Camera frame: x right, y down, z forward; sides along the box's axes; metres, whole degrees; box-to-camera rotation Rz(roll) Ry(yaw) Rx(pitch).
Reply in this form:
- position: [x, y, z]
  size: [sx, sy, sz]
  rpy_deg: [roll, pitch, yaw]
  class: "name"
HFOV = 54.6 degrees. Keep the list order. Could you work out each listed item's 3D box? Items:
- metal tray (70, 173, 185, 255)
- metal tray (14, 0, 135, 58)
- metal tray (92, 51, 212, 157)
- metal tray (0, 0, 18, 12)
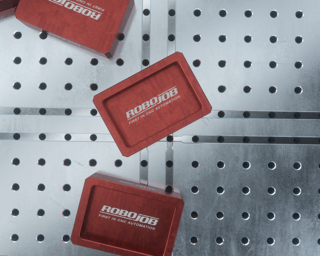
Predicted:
- position: [-0.042, 0.119, 0.410]
  size: [0.131, 0.030, 0.090]
  rpy_deg: [14, 90, 0]
  class: "metal tray"
- position: [-0.110, -0.159, 0.410]
  size: [0.131, 0.030, 0.090]
  rpy_deg: [22, 90, 0]
  class: "metal tray"
- position: [-0.010, -0.030, 0.410]
  size: [0.130, 0.030, 0.090]
  rpy_deg: [-28, 90, 0]
  class: "metal tray"
- position: [-0.259, -0.191, 0.409]
  size: [0.131, 0.030, 0.090]
  rpy_deg: [-19, 90, 0]
  class: "metal tray"
